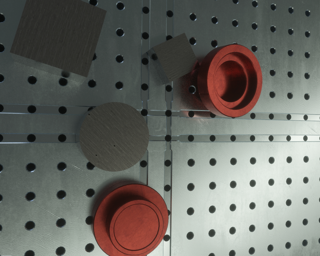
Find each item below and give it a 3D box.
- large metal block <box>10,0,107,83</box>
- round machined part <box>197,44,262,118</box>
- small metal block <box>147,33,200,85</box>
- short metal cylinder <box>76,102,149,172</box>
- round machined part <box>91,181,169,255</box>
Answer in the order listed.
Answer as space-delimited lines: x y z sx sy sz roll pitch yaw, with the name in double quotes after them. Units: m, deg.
-0.115 -0.105 0.357 0.081 0.050 0.080 17 85 -19 "large metal block"
0.092 -0.064 0.431 0.099 0.042 0.097 -3 96 -29 "round machined part"
0.019 -0.093 0.419 0.050 0.025 0.050 -29 100 -18 "small metal block"
-0.059 0.010 0.377 0.081 0.050 0.080 0 90 -20 "short metal cylinder"
-0.035 0.119 0.391 0.099 0.042 0.097 0 90 -20 "round machined part"
